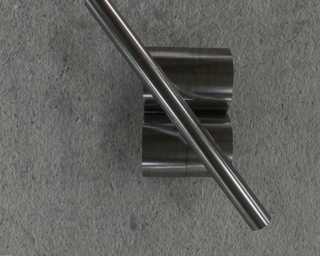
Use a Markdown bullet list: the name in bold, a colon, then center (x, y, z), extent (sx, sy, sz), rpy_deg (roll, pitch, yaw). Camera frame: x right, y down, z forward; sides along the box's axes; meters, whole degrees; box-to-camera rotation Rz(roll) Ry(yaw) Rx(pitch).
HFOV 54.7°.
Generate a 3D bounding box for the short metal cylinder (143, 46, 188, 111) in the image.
- **short metal cylinder**: center (0.006, -0.060, 0.384), extent (0.050, 0.080, 0.079), rpy_deg (1, 90, 0)

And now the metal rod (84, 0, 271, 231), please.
- **metal rod**: center (0.019, -0.018, 0.331), extent (0.025, 0.025, 0.299), rpy_deg (-37, 90, 0)

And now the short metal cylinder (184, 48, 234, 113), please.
- **short metal cylinder**: center (0.057, -0.059, 0.384), extent (0.050, 0.080, 0.079), rpy_deg (1, 90, 0)

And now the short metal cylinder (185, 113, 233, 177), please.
- **short metal cylinder**: center (0.056, 0.021, 0.384), extent (0.050, 0.080, 0.079), rpy_deg (1, 90, 0)

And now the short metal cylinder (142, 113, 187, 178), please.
- **short metal cylinder**: center (0.005, 0.021, 0.384), extent (0.050, 0.080, 0.079), rpy_deg (1, 90, 0)
